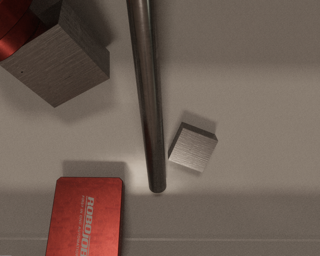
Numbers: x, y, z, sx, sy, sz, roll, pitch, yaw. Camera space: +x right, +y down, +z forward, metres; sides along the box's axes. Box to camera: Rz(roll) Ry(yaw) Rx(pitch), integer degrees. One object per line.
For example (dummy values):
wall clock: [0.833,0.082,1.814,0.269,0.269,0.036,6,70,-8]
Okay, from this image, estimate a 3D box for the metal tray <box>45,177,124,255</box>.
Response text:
metal tray: [-0.097,0.132,0.412,0.091,0.030,0.130,1,66,-1]

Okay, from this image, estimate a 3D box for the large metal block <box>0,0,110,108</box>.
large metal block: [-0.113,-0.079,0.344,0.080,0.050,0.080,-24,137,18]

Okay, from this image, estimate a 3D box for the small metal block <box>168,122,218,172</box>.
small metal block: [0.044,0.026,0.422,0.050,0.025,0.050,21,109,-8]

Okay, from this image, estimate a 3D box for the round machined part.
round machined part: [-0.163,-0.104,0.311,0.098,0.098,0.042,-32,135,10]

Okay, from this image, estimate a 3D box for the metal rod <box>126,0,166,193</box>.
metal rod: [-0.010,-0.023,0.339,0.025,0.025,0.298,-3,135,1]
